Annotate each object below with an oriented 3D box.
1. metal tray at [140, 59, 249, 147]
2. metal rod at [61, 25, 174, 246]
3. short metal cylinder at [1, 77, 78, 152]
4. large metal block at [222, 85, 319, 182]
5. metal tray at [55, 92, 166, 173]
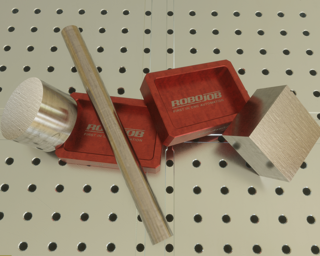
[{"bbox_3d":[0.050,-0.036,0.402,0.131,0.030,0.090,-14,70,-23],"label":"metal tray"},{"bbox_3d":[-0.060,-0.006,0.381,0.025,0.025,0.299,-24,72,-8],"label":"metal rod"},{"bbox_3d":[-0.149,-0.016,0.384,0.080,0.050,0.080,-16,61,31],"label":"short metal cylinder"},{"bbox_3d":[0.138,0.006,0.378,0.080,0.050,0.080,45,74,-18],"label":"large metal block"},{"bbox_3d":[-0.060,0.006,0.406,0.131,0.030,0.090,6,70,2],"label":"metal tray"}]
